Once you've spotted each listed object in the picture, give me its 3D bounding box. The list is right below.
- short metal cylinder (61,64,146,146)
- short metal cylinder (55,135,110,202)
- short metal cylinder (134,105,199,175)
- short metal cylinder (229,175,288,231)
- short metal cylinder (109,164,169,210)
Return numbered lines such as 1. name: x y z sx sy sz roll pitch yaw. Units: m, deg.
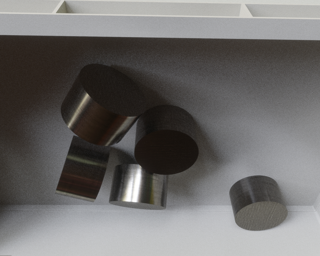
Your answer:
1. short metal cylinder: -0.063 -0.026 0.350 0.080 0.080 0.050 27 125 -21
2. short metal cylinder: -0.104 0.055 0.418 0.050 0.080 0.079 18 128 -15
3. short metal cylinder: 0.008 0.016 0.407 0.081 0.050 0.079 0 130 0
4. short metal cylinder: 0.157 0.122 0.499 0.081 0.050 0.079 0 130 0
5. short metal cylinder: -0.029 0.086 0.444 0.080 0.050 0.080 5 159 2
